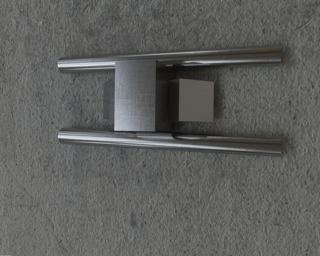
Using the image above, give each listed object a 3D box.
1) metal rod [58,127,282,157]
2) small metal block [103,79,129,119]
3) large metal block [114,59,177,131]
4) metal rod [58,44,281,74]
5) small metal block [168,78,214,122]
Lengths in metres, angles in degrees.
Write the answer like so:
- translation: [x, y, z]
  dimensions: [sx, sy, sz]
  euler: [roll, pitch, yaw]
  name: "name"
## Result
- translation: [-0.001, 0.017, 0.410]
  dimensions: [0.301, 0.025, 0.025]
  euler: [2, 91, 19]
  name: "metal rod"
- translation: [-0.059, -0.037, 0.415]
  dimensions: [0.025, 0.050, 0.050]
  euler: [1, 91, -20]
  name: "small metal block"
- translation: [-0.015, -0.037, 0.388]
  dimensions: [0.050, 0.080, 0.079]
  euler: [1, 90, 20]
  name: "large metal block"
- translation: [-0.002, -0.089, 0.410]
  dimensions: [0.301, 0.025, 0.025]
  euler: [2, 91, 19]
  name: "metal rod"
- translation: [0.038, -0.033, 0.381]
  dimensions: [0.025, 0.050, 0.050]
  euler: [1, 90, 61]
  name: "small metal block"
